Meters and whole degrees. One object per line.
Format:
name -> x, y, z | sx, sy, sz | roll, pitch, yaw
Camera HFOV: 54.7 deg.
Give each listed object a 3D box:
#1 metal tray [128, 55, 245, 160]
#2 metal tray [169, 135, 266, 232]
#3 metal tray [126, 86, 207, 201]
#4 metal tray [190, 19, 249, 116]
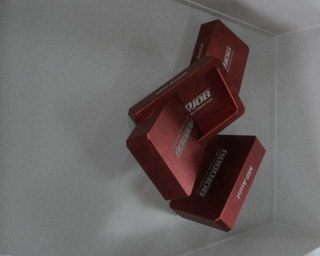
metal tray -> 0.037, -0.021, 0.400 | 0.130, 0.030, 0.090 | -37, 115, -8
metal tray -> 0.080, 0.069, 0.431 | 0.030, 0.090, 0.130 | 47, 62, -30
metal tray -> 0.017, 0.012, 0.381 | 0.090, 0.030, 0.130 | 57, 33, -20
metal tray -> 0.088, -0.087, 0.477 | 0.090, 0.030, 0.130 | 26, 74, -37
